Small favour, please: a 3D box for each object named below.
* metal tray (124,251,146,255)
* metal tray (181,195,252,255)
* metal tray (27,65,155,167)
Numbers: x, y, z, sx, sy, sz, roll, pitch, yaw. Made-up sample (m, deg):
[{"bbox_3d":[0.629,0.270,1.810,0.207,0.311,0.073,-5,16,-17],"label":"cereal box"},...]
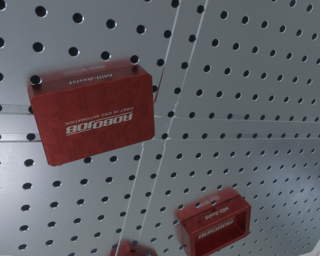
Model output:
[{"bbox_3d":[-0.061,0.284,0.549,0.130,0.030,0.090,-48,129,6],"label":"metal tray"},{"bbox_3d":[0.107,0.190,0.582,0.131,0.030,0.090,-19,126,-17],"label":"metal tray"},{"bbox_3d":[-0.073,-0.015,0.358,0.131,0.030,0.089,-15,125,-20],"label":"metal tray"}]
